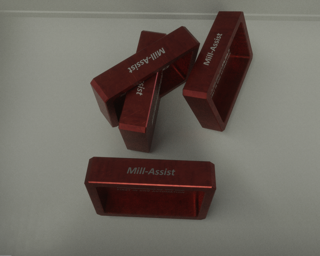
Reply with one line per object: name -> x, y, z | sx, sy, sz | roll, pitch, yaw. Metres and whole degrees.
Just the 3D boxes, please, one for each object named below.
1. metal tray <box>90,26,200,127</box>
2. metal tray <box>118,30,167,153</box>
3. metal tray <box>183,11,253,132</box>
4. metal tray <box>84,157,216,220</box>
metal tray -> -0.016, -0.060, 0.384 | 0.131, 0.090, 0.030 | -34, 76, -13
metal tray -> -0.018, -0.043, 0.390 | 0.030, 0.090, 0.130 | 10, 70, 4
metal tray -> 0.080, -0.072, 0.399 | 0.030, 0.090, 0.130 | 13, 68, 31
metal tray -> -0.010, 0.070, 0.346 | 0.131, 0.090, 0.030 | 2, 53, 1
